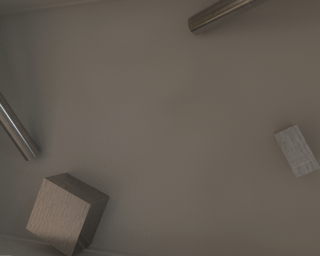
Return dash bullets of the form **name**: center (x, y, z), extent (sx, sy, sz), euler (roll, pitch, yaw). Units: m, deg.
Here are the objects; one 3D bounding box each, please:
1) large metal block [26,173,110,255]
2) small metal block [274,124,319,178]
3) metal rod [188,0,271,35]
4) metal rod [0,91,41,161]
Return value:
- **large metal block**: center (-0.131, 0.120, 0.442), extent (0.080, 0.050, 0.080), euler (24, 98, 18)
- **small metal block**: center (0.150, 0.024, 0.344), extent (0.025, 0.050, 0.050), euler (-27, 81, 18)
- **metal rod**: center (0.144, -0.153, 0.287), extent (0.299, 0.025, 0.025), euler (-12, 86, 47)
- **metal rod**: center (-0.259, -0.082, 0.431), extent (0.025, 0.025, 0.299), euler (-20, 110, 19)
